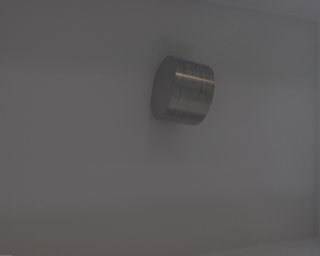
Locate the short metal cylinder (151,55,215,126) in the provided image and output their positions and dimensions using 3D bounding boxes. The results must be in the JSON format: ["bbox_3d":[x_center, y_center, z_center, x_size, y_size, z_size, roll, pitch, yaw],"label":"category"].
[{"bbox_3d":[0.026,-0.046,0.391,0.050,0.080,0.080,10,87,-20],"label":"short metal cylinder"}]
